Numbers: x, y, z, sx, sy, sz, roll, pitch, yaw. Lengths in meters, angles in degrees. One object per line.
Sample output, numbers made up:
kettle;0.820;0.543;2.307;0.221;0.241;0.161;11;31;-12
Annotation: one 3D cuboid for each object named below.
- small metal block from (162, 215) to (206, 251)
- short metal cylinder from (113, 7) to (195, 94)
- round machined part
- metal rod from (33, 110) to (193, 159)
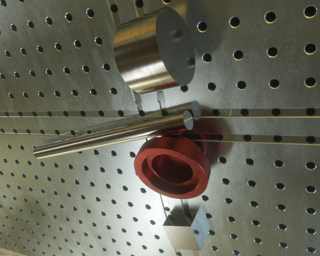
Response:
small metal block;0.039;0.166;0.492;0.050;0.025;0.050;-9;114;32
short metal cylinder;-0.003;-0.079;0.327;0.050;0.080;0.080;-9;114;32
round machined part;0.019;0.047;0.410;0.098;0.042;0.097;12;134;13
metal rod;-0.088;0.017;0.465;0.300;0.025;0.025;-12;112;32
